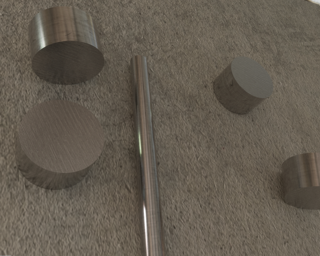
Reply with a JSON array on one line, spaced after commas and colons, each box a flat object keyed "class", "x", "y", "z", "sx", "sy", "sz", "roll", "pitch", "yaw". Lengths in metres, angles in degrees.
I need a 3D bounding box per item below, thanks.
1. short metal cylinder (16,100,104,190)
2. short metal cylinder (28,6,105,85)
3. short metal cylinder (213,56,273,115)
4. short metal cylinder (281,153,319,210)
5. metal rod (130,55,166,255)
[{"class": "short metal cylinder", "x": -0.104, "y": 0.018, "z": 0.321, "sx": 0.081, "sy": 0.050, "sz": 0.080, "roll": 14, "pitch": 56, "yaw": -21}, {"class": "short metal cylinder", "x": -0.111, "y": -0.095, "z": 0.367, "sx": 0.081, "sy": 0.080, "sz": 0.050, "roll": -2, "pitch": 63, "yaw": -29}, {"class": "short metal cylinder", "x": 0.134, "y": -0.068, "z": 0.501, "sx": 0.081, "sy": 0.050, "sz": 0.080, "roll": 14, "pitch": 56, "yaw": -21}, {"class": "short metal cylinder", "x": 0.217, "y": 0.077, "z": 0.438, "sx": 0.080, "sy": 0.080, "sz": 0.050, "roll": 21, "pitch": 54, "yaw": -16}, {"class": "metal rod", "x": -0.017, "y": 0.034, "z": 0.373, "sx": 0.025, "sy": 0.025, "sz": 0.299, "roll": 8, "pitch": 58, "yaw": -24}]
